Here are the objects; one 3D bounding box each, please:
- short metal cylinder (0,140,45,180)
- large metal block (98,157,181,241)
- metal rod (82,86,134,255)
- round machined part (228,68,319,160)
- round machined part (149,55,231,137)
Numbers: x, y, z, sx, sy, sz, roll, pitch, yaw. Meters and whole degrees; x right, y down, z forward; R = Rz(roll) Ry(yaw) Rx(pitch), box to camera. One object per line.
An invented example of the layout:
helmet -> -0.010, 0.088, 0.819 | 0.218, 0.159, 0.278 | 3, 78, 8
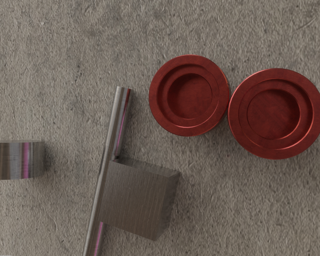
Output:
short metal cylinder -> -0.212, 0.044, 0.455 | 0.080, 0.080, 0.050 | 0, 90, 20
large metal block -> -0.026, 0.088, 0.405 | 0.080, 0.050, 0.079 | 13, 94, 19
metal rod -> -0.079, 0.090, 0.436 | 0.025, 0.025, 0.298 | 14, 94, 19
round machined part -> 0.126, -0.015, 0.349 | 0.098, 0.042, 0.097 | 0, 92, 8
round machined part -> 0.039, -0.038, 0.386 | 0.098, 0.042, 0.097 | 0, 90, 20
